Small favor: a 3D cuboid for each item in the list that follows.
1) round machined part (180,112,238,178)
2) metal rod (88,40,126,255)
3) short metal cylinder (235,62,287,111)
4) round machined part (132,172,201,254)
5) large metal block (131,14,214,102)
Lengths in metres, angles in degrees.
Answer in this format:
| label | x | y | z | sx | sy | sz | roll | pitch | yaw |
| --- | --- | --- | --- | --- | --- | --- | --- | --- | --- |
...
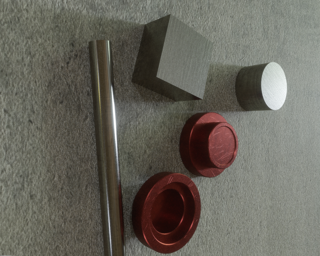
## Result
| label | x | y | z | sx | sy | sz | roll | pitch | yaw |
| --- | --- | --- | --- | --- | --- | --- | --- | --- | --- |
| round machined part | 0.079 | 0.025 | 0.459 | 0.099 | 0.042 | 0.097 | 0 | 90 | -40 |
| metal rod | -0.058 | 0.053 | 0.355 | 0.025 | 0.025 | 0.298 | -6 | 94 | -40 |
| short metal cylinder | 0.175 | -0.070 | 0.535 | 0.081 | 0.050 | 0.080 | 0 | 90 | -40 |
| round machined part | 0.004 | 0.105 | 0.397 | 0.099 | 0.042 | 0.097 | 0 | 90 | -40 |
| large metal block | 0.018 | -0.086 | 0.403 | 0.080 | 0.050 | 0.080 | 20 | 78 | -38 |
